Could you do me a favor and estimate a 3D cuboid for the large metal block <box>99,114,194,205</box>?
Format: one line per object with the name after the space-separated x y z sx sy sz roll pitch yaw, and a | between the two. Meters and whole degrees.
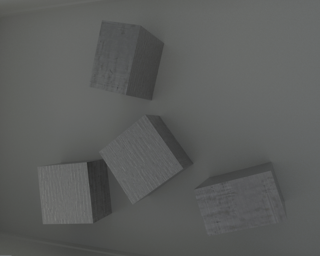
-0.017 0.039 0.403 0.080 0.050 0.080 -38 78 16 | large metal block

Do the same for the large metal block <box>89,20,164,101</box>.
-0.040 -0.082 0.395 0.050 0.080 0.080 14 95 19 | large metal block

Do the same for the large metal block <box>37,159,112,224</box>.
-0.120 0.089 0.440 0.080 0.050 0.080 -7 88 20 | large metal block

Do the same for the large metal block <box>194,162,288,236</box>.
0.092 0.077 0.348 0.080 0.080 0.050 -18 84 19 | large metal block
